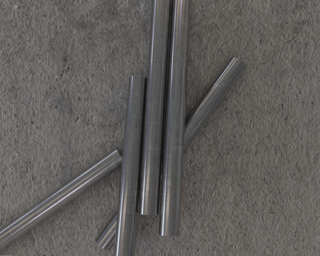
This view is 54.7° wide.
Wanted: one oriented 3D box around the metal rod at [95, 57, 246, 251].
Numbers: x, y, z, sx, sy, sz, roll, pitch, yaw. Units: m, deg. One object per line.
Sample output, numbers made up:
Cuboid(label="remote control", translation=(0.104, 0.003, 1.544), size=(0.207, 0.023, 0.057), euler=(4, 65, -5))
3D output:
Cuboid(label="metal rod", translation=(0.014, 0.033, 0.409), size=(0.025, 0.025, 0.299), euler=(37, 90, 0))

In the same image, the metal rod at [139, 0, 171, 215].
Cuboid(label="metal rod", translation=(-0.005, -0.044, 0.394), size=(0.025, 0.025, 0.298), euler=(3, 84, 0))

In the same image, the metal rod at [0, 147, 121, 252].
Cuboid(label="metal rod", translation=(-0.173, 0.122, 0.408), size=(0.301, 0.025, 0.025), euler=(-35, 90, 0))

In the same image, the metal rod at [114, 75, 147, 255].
Cuboid(label="metal rod", translation=(-0.038, 0.082, 0.386), size=(0.025, 0.025, 0.298), euler=(4, 82, 0))

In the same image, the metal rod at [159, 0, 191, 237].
Cuboid(label="metal rod", translation=(0.020, -0.021, 0.390), size=(0.025, 0.025, 0.298), euler=(3, 82, 0))
